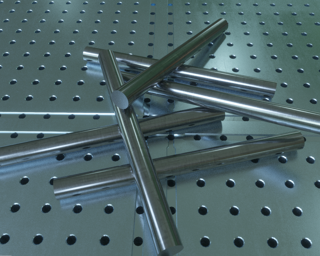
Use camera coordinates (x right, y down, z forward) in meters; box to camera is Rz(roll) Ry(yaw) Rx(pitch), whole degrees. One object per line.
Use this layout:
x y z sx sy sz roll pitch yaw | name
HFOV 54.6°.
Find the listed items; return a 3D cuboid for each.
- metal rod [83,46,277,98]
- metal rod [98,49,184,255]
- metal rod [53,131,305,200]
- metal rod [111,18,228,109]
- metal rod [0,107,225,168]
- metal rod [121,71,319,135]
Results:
0.024 -0.089 0.482 0.301 0.025 0.025 13 51 10 | metal rod
-0.035 0.002 0.371 0.025 0.025 0.300 -14 51 -11 | metal rod
0.030 0.042 0.372 0.302 0.025 0.025 -10 51 -9 | metal rod
0.033 -0.111 0.466 0.025 0.025 0.302 26 44 20 | metal rod
-0.061 0.008 0.401 0.302 0.025 0.025 -12 51 -10 | metal rod
0.062 -0.039 0.408 0.300 0.025 0.025 16 51 25 | metal rod
